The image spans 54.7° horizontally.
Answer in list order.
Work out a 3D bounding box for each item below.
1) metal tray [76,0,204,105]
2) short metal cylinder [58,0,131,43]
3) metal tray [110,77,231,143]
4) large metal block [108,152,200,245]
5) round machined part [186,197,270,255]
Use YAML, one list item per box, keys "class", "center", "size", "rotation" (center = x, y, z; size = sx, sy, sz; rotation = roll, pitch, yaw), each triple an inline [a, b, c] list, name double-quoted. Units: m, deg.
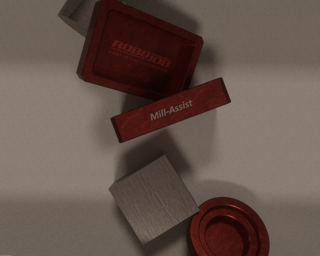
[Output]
- class: "metal tray"
  center: [-0.020, -0.083, 0.362]
  size: [0.131, 0.030, 0.089]
  rotation: [13, 99, -29]
- class: "short metal cylinder"
  center: [-0.077, -0.136, 0.383]
  size: [0.080, 0.080, 0.050]
  rotation: [32, 90, -1]
- class: "metal tray"
  center: [0.012, -0.020, 0.379]
  size: [0.131, 0.090, 0.030]
  rotation: [-20, 90, -1]
- class: "large metal block"
  center: [-0.007, 0.087, 0.399]
  size: [0.080, 0.050, 0.080]
  rotation: [-32, 90, -1]
- class: "round machined part"
  center: [0.081, 0.140, 0.388]
  size: [0.099, 0.042, 0.098]
  rotation: [5, 52, -6]
